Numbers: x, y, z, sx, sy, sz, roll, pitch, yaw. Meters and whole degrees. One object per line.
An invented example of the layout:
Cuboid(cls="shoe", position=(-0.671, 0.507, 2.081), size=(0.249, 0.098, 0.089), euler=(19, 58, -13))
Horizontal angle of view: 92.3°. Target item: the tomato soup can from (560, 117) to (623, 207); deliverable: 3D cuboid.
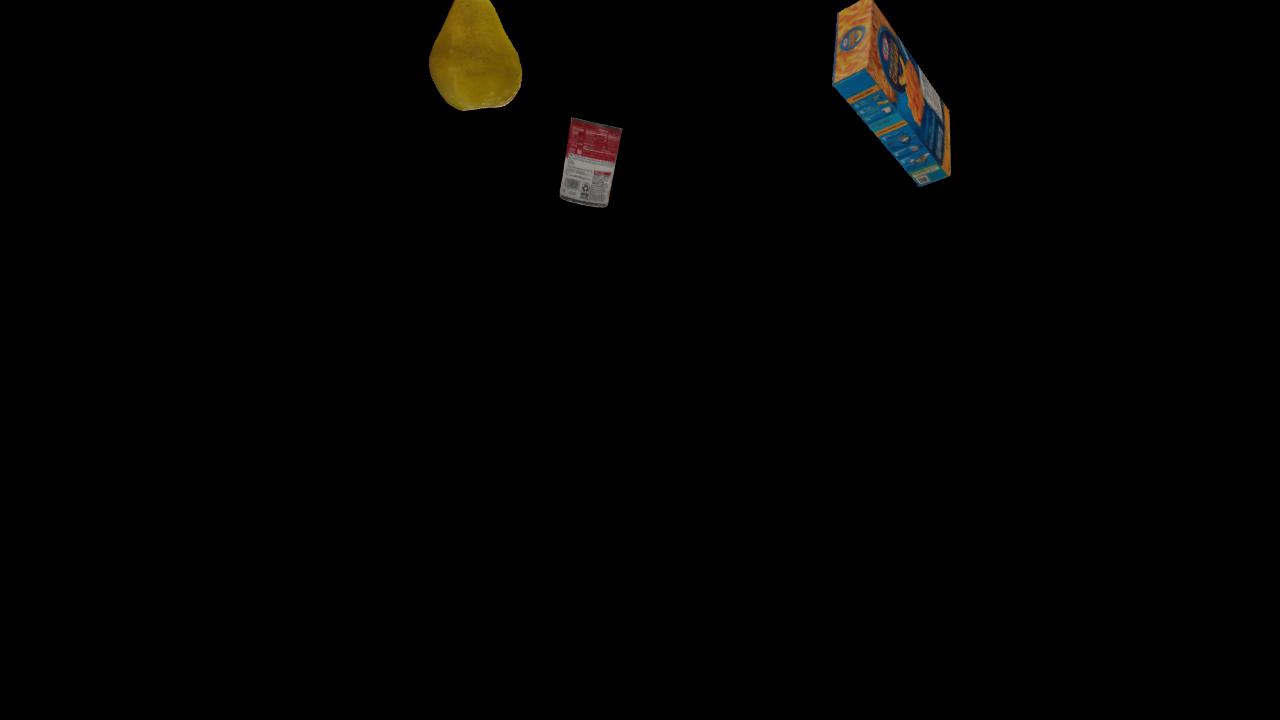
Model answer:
Cuboid(cls="tomato soup can", position=(-0.064, -0.256, 0.801), size=(0.068, 0.101, 0.068), euler=(11, 20, -4))

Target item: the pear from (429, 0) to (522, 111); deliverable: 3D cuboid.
Cuboid(cls="pear", position=(-0.147, -0.278, 0.536), size=(0.080, 0.111, 0.080), euler=(-5, 26, 2))

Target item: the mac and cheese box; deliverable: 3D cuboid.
Cuboid(cls="mac and cheese box", position=(0.262, -0.267, 0.628), size=(0.184, 0.093, 0.041), euler=(26, -24, -38))
